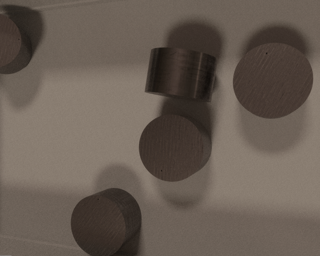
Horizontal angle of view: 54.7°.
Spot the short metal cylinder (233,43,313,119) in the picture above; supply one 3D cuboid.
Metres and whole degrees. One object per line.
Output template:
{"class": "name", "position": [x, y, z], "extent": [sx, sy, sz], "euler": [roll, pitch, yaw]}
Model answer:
{"class": "short metal cylinder", "position": [0.127, -0.051, 0.352], "extent": [0.080, 0.050, 0.079], "euler": [0, 90, 19]}

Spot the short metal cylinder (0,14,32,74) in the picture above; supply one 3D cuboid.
{"class": "short metal cylinder", "position": [-0.241, -0.125, 0.465], "extent": [0.081, 0.050, 0.079], "euler": [0, 90, -6]}

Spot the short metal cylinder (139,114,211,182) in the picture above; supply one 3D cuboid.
{"class": "short metal cylinder", "position": [0.021, 0.024, 0.389], "extent": [0.080, 0.050, 0.079], "euler": [0, 90, 19]}

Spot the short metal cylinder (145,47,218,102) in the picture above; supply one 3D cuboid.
{"class": "short metal cylinder", "position": [0.025, -0.062, 0.372], "extent": [0.080, 0.080, 0.050], "euler": [10, 94, 19]}

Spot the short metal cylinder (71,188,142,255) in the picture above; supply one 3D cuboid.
{"class": "short metal cylinder", "position": [-0.072, 0.126, 0.421], "extent": [0.080, 0.050, 0.079], "euler": [0, 90, 19]}
